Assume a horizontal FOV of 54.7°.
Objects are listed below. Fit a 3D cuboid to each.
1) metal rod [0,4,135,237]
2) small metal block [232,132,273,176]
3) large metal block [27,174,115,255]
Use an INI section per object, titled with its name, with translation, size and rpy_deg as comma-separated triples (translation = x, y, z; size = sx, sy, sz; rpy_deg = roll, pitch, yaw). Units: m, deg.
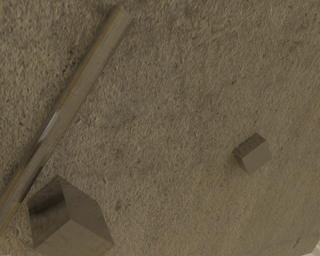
[metal rod]
translation = -0.119, 0.002, 0.343
size = 0.025, 0.025, 0.299
rpy_deg = 26, 104, -37
[small metal block]
translation = 0.156, 0.044, 0.520
size = 0.050, 0.025, 0.050
rpy_deg = -37, 129, -4
[large metal block]
translation = -0.111, 0.117, 0.383
size = 0.050, 0.080, 0.080
rpy_deg = -41, 130, -1
